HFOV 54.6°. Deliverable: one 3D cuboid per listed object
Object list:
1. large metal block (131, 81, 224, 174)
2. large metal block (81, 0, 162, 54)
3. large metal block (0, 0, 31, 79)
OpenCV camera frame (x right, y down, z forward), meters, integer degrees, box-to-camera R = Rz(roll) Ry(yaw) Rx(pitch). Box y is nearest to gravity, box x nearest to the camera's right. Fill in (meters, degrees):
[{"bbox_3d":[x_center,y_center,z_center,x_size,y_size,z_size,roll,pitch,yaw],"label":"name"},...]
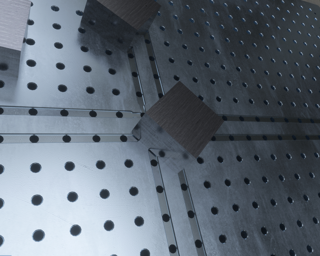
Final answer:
[{"bbox_3d":[0.024,-0.002,0.405,0.080,0.050,0.080,43,51,1],"label":"large metal block"},{"bbox_3d":[-0.057,-0.172,0.466,0.080,0.050,0.080,35,51,-5],"label":"large metal block"},{"bbox_3d":[-0.198,-0.111,0.353,0.081,0.050,0.080,9,58,-23],"label":"large metal block"}]
